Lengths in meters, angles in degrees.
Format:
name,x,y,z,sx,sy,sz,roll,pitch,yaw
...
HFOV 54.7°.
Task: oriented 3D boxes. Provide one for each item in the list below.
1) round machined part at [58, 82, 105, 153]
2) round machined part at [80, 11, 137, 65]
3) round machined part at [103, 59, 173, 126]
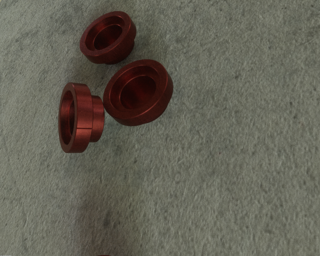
name,x,y,z,sx,sy,sz,roll,pitch,yaw
round machined part,-0.110,-0.014,0.436,0.098,0.042,0.097,-6,83,58
round machined part,-0.083,-0.147,0.524,0.098,0.042,0.098,-13,56,20
round machined part,-0.026,-0.045,0.433,0.098,0.042,0.098,-13,56,20
